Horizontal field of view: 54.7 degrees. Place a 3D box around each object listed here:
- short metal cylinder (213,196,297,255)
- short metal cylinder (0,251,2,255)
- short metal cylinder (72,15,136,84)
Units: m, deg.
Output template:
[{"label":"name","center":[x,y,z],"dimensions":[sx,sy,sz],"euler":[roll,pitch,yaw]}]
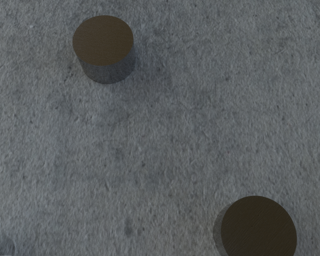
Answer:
[{"label":"short metal cylinder","center":[0.105,0.121,0.352],"dimensions":[0.081,0.050,0.080],"euler":[0,70,0]},{"label":"short metal cylinder","center":[-0.210,0.148,0.322],"dimensions":[0.080,0.080,0.050],"euler":[-31,74,-11]},{"label":"short metal cylinder","center":[-0.076,-0.109,0.434],"dimensions":[0.081,0.050,0.080],"euler":[0,70,0]}]
